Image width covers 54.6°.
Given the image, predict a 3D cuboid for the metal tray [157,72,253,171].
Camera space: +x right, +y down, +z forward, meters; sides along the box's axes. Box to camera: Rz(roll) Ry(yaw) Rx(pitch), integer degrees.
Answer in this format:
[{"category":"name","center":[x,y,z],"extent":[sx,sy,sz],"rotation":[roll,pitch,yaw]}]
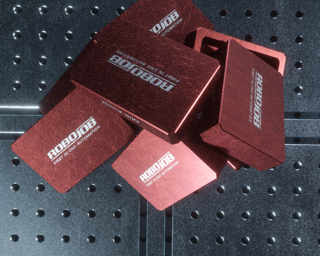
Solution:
[{"category":"metal tray","center":[0.050,-0.008,0.382],"extent":[0.130,0.090,0.030],"rotation":[44,91,1]}]

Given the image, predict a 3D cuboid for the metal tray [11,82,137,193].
[{"category":"metal tray","center":[-0.105,0.011,0.388],"extent":[0.130,0.030,0.090],"rotation":[-38,106,11]}]

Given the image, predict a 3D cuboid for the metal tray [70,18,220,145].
[{"category":"metal tray","center":[-0.015,-0.052,0.323],"extent":[0.130,0.030,0.090],"rotation":[29,75,19]}]

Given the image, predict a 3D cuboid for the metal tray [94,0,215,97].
[{"category":"metal tray","center":[-0.006,-0.114,0.392],"extent":[0.130,0.030,0.090],"rotation":[-43,92,-14]}]

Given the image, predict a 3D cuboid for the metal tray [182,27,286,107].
[{"category":"metal tray","center":[0.090,-0.063,0.389],"extent":[0.131,0.030,0.090],"rotation":[10,90,-20]}]

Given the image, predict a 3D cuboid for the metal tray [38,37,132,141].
[{"category":"metal tray","center":[-0.082,-0.049,0.410],"extent":[0.090,0.030,0.130],"rotation":[39,90,0]}]

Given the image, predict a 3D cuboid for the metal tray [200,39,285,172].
[{"category":"metal tray","center":[0.097,-0.028,0.348],"extent":[0.090,0.030,0.130],"rotation":[28,54,-20]}]

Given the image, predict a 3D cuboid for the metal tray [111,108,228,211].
[{"category":"metal tray","center":[0.005,0.041,0.367],"extent":[0.090,0.129,0.030],"rotation":[43,48,-1]}]
